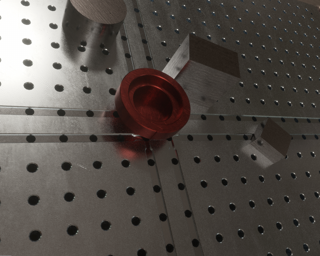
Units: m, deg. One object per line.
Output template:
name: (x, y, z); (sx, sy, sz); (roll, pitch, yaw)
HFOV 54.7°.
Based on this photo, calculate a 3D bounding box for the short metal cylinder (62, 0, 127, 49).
short metal cylinder: (-0.094, -0.160, 0.440); (0.081, 0.050, 0.080); (14, 56, -21)

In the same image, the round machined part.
round machined part: (-0.013, -0.027, 0.409); (0.099, 0.042, 0.098); (14, 56, -21)

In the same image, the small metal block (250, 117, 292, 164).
small metal block: (0.178, 0.019, 0.495); (0.050, 0.025, 0.050); (39, 51, -2)

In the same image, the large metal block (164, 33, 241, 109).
large metal block: (0.058, -0.080, 0.455); (0.081, 0.080, 0.050); (16, 55, -20)
